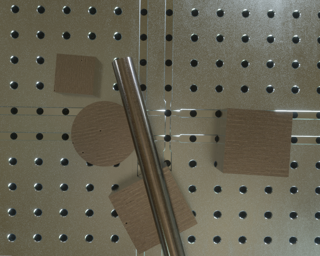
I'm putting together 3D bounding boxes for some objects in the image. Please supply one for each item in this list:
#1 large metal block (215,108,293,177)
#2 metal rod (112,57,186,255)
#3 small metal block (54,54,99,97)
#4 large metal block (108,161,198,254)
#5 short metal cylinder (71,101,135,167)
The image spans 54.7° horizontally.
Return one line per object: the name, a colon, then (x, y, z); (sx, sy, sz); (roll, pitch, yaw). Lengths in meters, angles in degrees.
large metal block: (0.120, 0.018, 0.403); (0.081, 0.050, 0.079); (4, 90, -1)
metal rod: (-0.006, 0.065, 0.363); (0.025, 0.025, 0.298); (-15, 90, 0)
small metal block: (-0.110, -0.069, 0.412); (0.050, 0.025, 0.050); (5, 90, -1)
large metal block: (-0.009, 0.100, 0.401); (0.080, 0.050, 0.080); (-28, 90, 0)
short metal cylinder: (-0.067, 0.007, 0.400); (0.081, 0.050, 0.079); (0, 90, -1)
